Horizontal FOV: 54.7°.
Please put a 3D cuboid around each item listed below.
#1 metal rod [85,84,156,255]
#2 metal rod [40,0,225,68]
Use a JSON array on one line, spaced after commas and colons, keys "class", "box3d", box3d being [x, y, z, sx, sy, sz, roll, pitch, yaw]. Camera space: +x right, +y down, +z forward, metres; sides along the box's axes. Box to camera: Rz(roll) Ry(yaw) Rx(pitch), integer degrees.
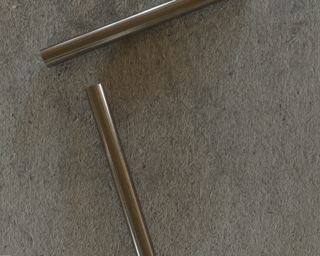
[{"class": "metal rod", "box3d": [-0.043, 0.088, 0.409, 0.025, 0.025, 0.298, -17, 90, 0]}, {"class": "metal rod", "box3d": [-0.011, -0.146, 0.409, 0.301, 0.025, 0.025, -21, 90, -1]}]
